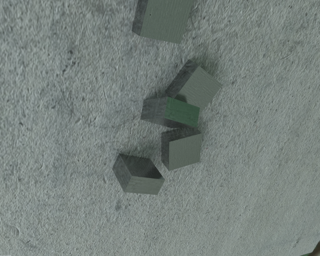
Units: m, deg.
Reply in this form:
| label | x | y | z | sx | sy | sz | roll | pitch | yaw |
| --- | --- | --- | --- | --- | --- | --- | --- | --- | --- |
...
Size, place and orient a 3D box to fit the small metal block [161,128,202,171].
| label | x | y | z | sx | sy | sz | roll | pitch | yaw |
| --- | --- | --- | --- | --- | --- | --- | --- | --- | --- |
| small metal block | 0.030 | 0.028 | 0.440 | 0.050 | 0.025 | 0.050 | -14 | 124 | -21 |

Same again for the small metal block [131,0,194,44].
| label | x | y | z | sx | sy | sz | roll | pitch | yaw |
| --- | --- | --- | --- | --- | --- | --- | --- | --- | --- |
| small metal block | 0.002 | -0.122 | 0.332 | 0.050 | 0.025 | 0.050 | 2 | 117 | -30 |

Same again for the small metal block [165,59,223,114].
| label | x | y | z | sx | sy | sz | roll | pitch | yaw |
| --- | --- | --- | --- | --- | --- | --- | --- | --- | --- |
| small metal block | 0.044 | -0.051 | 0.399 | 0.050 | 0.025 | 0.050 | 29 | 102 | -38 |

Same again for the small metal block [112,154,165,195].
| label | x | y | z | sx | sy | sz | roll | pitch | yaw |
| --- | --- | --- | --- | --- | --- | --- | --- | --- | --- |
| small metal block | -0.029 | 0.062 | 0.413 | 0.050 | 0.050 | 0.025 | 13 | 112 | -34 |

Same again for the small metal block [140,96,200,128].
| label | x | y | z | sx | sy | sz | roll | pitch | yaw |
| --- | --- | --- | --- | --- | --- | --- | --- | --- | --- |
| small metal block | 0.012 | -0.018 | 0.382 | 0.050 | 0.050 | 0.025 | 15 | 80 | -35 |
